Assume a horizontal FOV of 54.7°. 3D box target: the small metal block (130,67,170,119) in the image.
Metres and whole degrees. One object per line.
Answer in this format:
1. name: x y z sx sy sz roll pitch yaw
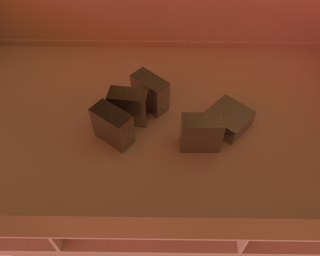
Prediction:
1. small metal block: -0.014 -0.049 0.430 0.050 0.050 0.025 35 59 26

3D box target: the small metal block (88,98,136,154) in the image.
1. small metal block: -0.059 -0.003 0.390 0.050 0.050 0.025 30 56 23

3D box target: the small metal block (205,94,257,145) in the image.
1. small metal block: 0.092 -0.012 0.416 0.050 0.025 0.050 35 58 26

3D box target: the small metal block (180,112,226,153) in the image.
1. small metal block: 0.051 0.006 0.384 0.050 0.050 0.025 0 50 0

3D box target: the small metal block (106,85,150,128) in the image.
1. small metal block: -0.041 -0.028 0.412 0.050 0.050 0.025 6 51 5
